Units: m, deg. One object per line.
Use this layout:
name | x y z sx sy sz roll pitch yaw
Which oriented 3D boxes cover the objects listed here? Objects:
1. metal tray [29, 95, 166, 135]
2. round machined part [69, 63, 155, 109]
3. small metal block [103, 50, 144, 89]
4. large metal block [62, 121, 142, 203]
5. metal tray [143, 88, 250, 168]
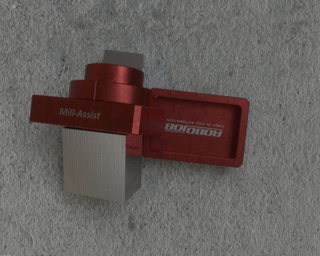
metal tray | -0.069 -0.014 0.361 0.130 0.090 0.030 7 91 18
round machined part | -0.054 -0.048 0.363 0.099 0.098 0.042 6 90 -1
small metal block | -0.049 -0.074 0.411 0.050 0.025 0.050 7 90 -1
large metal block | -0.069 0.038 0.379 0.080 0.050 0.079 6 103 17
metal tray | 0.045 0.000 0.409 0.131 0.030 0.089 6 90 -1
